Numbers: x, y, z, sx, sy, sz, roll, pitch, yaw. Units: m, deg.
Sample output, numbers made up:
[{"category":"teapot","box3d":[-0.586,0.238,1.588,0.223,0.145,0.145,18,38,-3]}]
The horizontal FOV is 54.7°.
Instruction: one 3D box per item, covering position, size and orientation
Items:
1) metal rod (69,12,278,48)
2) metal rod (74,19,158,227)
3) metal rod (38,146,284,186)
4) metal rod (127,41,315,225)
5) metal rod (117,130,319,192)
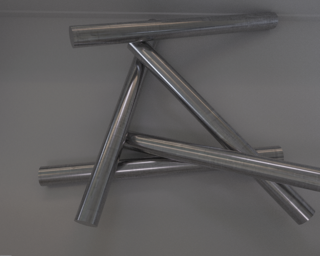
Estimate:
[{"category":"metal rod","box3d":[0.035,-0.133,0.412,0.302,0.025,0.025,-12,70,-23]},{"category":"metal rod","box3d":[-0.043,-0.027,0.394,0.025,0.025,0.300,13,61,4]},{"category":"metal rod","box3d":[0.003,0.048,0.392,0.302,0.025,0.025,-5,70,-2]},{"category":"metal rod","box3d":[0.066,-0.006,0.381,0.025,0.025,0.300,-40,78,-13]},{"category":"metal rod","box3d":[0.077,0.037,0.353,0.301,0.025,0.025,10,70,21]}]
